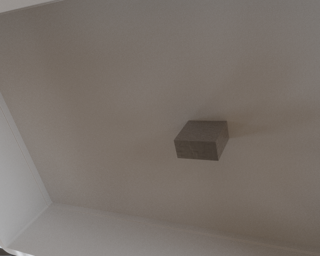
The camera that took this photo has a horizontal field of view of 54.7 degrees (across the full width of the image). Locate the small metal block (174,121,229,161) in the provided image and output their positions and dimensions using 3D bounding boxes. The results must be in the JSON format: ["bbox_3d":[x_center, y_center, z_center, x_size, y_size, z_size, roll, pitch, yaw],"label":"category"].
[{"bbox_3d":[0.051,0.014,0.373,0.050,0.050,0.025,1,119,27],"label":"small metal block"}]
